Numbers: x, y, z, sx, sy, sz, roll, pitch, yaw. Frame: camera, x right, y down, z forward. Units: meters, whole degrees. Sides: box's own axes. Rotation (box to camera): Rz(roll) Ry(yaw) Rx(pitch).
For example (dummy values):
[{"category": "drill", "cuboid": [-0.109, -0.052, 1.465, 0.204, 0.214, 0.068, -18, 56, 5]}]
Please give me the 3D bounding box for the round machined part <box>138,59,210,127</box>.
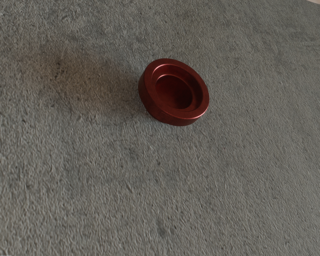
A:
[{"category": "round machined part", "cuboid": [0.015, -0.044, 0.428, 0.099, 0.042, 0.098, 13, 56, -21]}]
